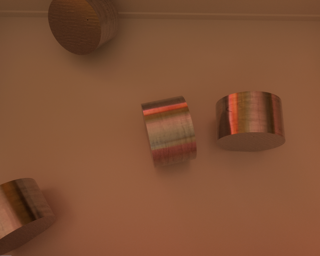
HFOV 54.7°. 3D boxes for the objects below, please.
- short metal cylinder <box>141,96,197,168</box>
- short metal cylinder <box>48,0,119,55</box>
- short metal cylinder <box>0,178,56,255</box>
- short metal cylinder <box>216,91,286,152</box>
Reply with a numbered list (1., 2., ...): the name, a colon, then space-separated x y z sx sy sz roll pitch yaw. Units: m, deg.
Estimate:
1. short metal cylinder: 0.009 0.004 0.379 0.050 0.080 0.080 -12 71 -4
2. short metal cylinder: -0.104 -0.147 0.426 0.080 0.079 0.050 24 38 8
3. short metal cylinder: -0.165 0.099 0.343 0.080 0.080 0.050 -33 74 -11
4. short metal cylinder: 0.110 -0.005 0.383 0.080 0.080 0.050 2 70 1
